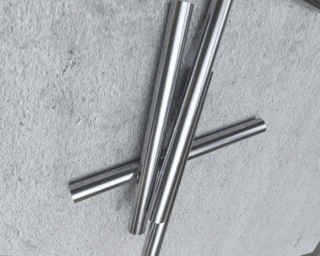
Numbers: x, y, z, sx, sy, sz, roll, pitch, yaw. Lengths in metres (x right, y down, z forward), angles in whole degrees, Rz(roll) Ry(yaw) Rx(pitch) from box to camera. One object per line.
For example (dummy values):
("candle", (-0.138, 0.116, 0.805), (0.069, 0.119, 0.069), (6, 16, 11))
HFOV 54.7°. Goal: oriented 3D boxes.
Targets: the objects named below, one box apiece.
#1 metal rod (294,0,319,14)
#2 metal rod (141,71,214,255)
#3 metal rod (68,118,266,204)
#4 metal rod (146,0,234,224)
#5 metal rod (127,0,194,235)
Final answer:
("metal rod", (0.104, -0.185, 0.348), (0.302, 0.025, 0.025), (7, 115, -32))
("metal rod", (0.017, 0.067, 0.420), (0.025, 0.025, 0.298), (8, 103, -32))
("metal rod", (0.023, 0.040, 0.444), (0.302, 0.025, 0.025), (-18, 126, -18))
("metal rod", (0.035, -0.022, 0.377), (0.025, 0.025, 0.298), (9, 103, -32))
("metal rod", (-0.004, 0.002, 0.382), (0.025, 0.025, 0.298), (1, 111, -29))
